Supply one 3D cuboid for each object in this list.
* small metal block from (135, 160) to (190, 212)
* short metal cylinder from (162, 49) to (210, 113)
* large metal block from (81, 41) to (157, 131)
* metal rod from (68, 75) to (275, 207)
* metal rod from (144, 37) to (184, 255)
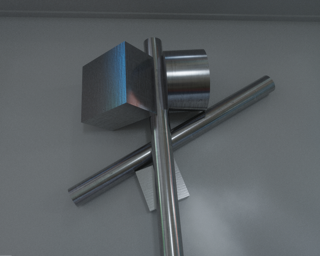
[{"bbox_3d":[0.003,0.071,0.382,0.050,0.025,0.050,-20,71,-8],"label":"small metal block"},{"bbox_3d":[0.031,-0.060,0.401,0.050,0.080,0.080,-4,70,-3],"label":"short metal cylinder"},{"bbox_3d":[-0.053,-0.049,0.392,0.080,0.050,0.080,-19,65,36],"label":"large metal block"},{"bbox_3d":[0.023,0.011,0.403,0.302,0.025,0.025,-30,73,-11],"label":"metal rod"},{"bbox_3d":[0.002,0.022,0.373,0.025,0.025,0.299,-4,69,-2],"label":"metal rod"}]
